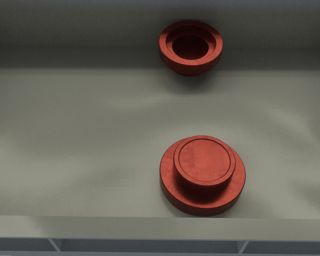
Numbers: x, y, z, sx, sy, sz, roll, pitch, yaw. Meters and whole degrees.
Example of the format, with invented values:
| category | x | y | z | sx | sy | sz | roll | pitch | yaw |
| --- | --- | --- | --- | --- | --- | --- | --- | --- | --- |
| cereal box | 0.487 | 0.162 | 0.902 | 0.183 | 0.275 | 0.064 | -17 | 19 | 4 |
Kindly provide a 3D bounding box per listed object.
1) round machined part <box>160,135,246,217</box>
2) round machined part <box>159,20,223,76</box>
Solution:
| category | x | y | z | sx | sy | sz | roll | pitch | yaw |
| --- | --- | --- | --- | --- | --- | --- | --- | --- | --- |
| round machined part | 0.049 | 0.047 | 0.355 | 0.099 | 0.042 | 0.098 | 0 | 50 | 0 |
| round machined part | 0.047 | -0.121 | 0.489 | 0.099 | 0.042 | 0.098 | 0 | 59 | 0 |
